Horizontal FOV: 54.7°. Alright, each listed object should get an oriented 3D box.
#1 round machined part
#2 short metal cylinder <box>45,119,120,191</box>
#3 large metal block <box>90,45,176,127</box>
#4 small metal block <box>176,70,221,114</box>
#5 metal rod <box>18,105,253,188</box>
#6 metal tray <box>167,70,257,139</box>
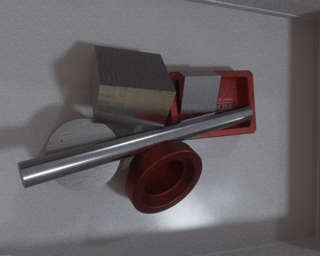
[{"bbox_3d":[0.000,0.056,0.384,0.099,0.042,0.097,-21,133,-24],"label":"round machined part"},{"bbox_3d":[-0.091,0.029,0.362,0.081,0.050,0.079,0,90,-21],"label":"short metal cylinder"},{"bbox_3d":[-0.035,-0.049,0.359,0.081,0.080,0.050,3,131,-19],"label":"large metal block"},{"bbox_3d":[0.048,-0.048,0.405,0.050,0.025,0.050,-5,118,-20],"label":"small metal block"},{"bbox_3d":[-0.003,0.012,0.365,0.303,0.025,0.025,-15,95,-31],"label":"metal rod"},{"bbox_3d":[0.069,-0.033,0.432,0.131,0.030,0.089,-5,92,-20],"label":"metal tray"}]
